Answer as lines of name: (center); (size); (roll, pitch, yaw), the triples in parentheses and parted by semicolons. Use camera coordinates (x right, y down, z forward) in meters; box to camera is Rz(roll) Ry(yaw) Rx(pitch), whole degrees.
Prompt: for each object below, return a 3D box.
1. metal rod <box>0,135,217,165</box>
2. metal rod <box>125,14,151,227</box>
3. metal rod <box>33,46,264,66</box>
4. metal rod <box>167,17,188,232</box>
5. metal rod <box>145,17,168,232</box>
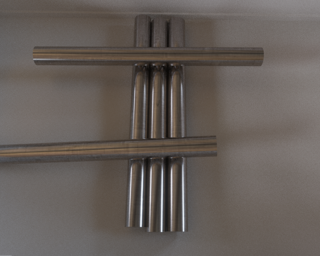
metal rod: (-0.084, 0.028, 0.378); (0.302, 0.025, 0.025); (-3, 70, 6)
metal rod: (-0.027, -0.023, 0.417); (0.025, 0.025, 0.299); (1, 70, 0)
metal rod: (-0.015, -0.096, 0.417); (0.302, 0.025, 0.025); (0, 70, 0)
metal rod: (0.023, -0.019, 0.415); (0.025, 0.025, 0.299); (1, 70, 0)
metal rod: (-0.003, -0.018, 0.415); (0.025, 0.025, 0.299); (1, 70, 0)
